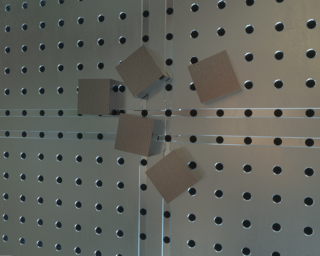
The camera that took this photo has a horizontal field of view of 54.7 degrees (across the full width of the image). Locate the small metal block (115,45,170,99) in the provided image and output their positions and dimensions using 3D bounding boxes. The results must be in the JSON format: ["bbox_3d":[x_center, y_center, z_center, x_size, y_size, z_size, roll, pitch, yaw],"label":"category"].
[{"bbox_3d":[-0.024,-0.075,0.420,0.050,0.025,0.050,-35,79,16],"label":"small metal block"}]

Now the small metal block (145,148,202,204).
[{"bbox_3d":[0.018,0.062,0.406,0.050,0.025,0.050,-40,78,15],"label":"small metal block"}]

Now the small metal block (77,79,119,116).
[{"bbox_3d":[-0.088,-0.044,0.443,0.050,0.025,0.050,3,91,19],"label":"small metal block"}]

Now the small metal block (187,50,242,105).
[{"bbox_3d":[0.069,-0.062,0.388,0.050,0.025,0.050,-21,83,18],"label":"small metal block"}]

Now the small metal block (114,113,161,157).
[{"bbox_3d":[-0.030,0.009,0.422,0.050,0.025,0.050,11,94,19],"label":"small metal block"}]
